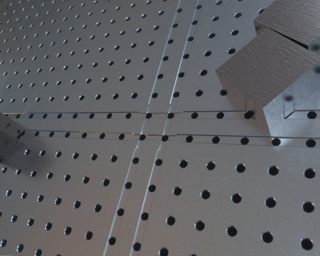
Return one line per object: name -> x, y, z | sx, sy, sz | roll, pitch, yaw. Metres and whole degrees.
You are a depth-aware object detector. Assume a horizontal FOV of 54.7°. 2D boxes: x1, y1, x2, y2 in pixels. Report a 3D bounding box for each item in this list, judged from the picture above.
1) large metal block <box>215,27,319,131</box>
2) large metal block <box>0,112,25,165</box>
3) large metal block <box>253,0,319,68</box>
large metal block -> 0.126, -0.058, 0.361 | 0.080, 0.050, 0.080 | -40, 51, 0
large metal block -> -0.287, 0.004, 0.518 | 0.050, 0.080, 0.080 | -45, 51, -3
large metal block -> 0.176, -0.125, 0.376 | 0.080, 0.050, 0.080 | -43, 51, -2
